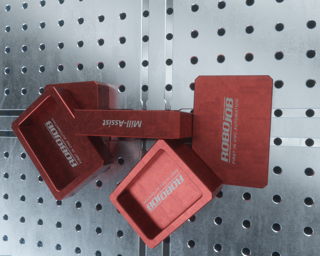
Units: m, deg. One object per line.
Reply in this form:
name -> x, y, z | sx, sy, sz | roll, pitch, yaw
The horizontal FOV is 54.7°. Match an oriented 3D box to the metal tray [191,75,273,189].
metal tray -> 0.087, 0.003, 0.378 | 0.090, 0.030, 0.129 | 3, 91, 19

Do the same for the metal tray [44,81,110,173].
metal tray -> -0.121, 0.000, 0.451 | 0.090, 0.030, 0.129 | -1, 90, 20

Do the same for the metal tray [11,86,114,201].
metal tray -> -0.134, 0.020, 0.422 | 0.090, 0.030, 0.130 | -39, 78, 15

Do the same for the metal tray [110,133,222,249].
metal tray -> 0.002, 0.081, 0.388 | 0.090, 0.030, 0.129 | 48, 121, 13

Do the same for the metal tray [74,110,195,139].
metal tray -> -0.027, -0.005, 0.386 | 0.130, 0.090, 0.030 | 2, 91, 19
